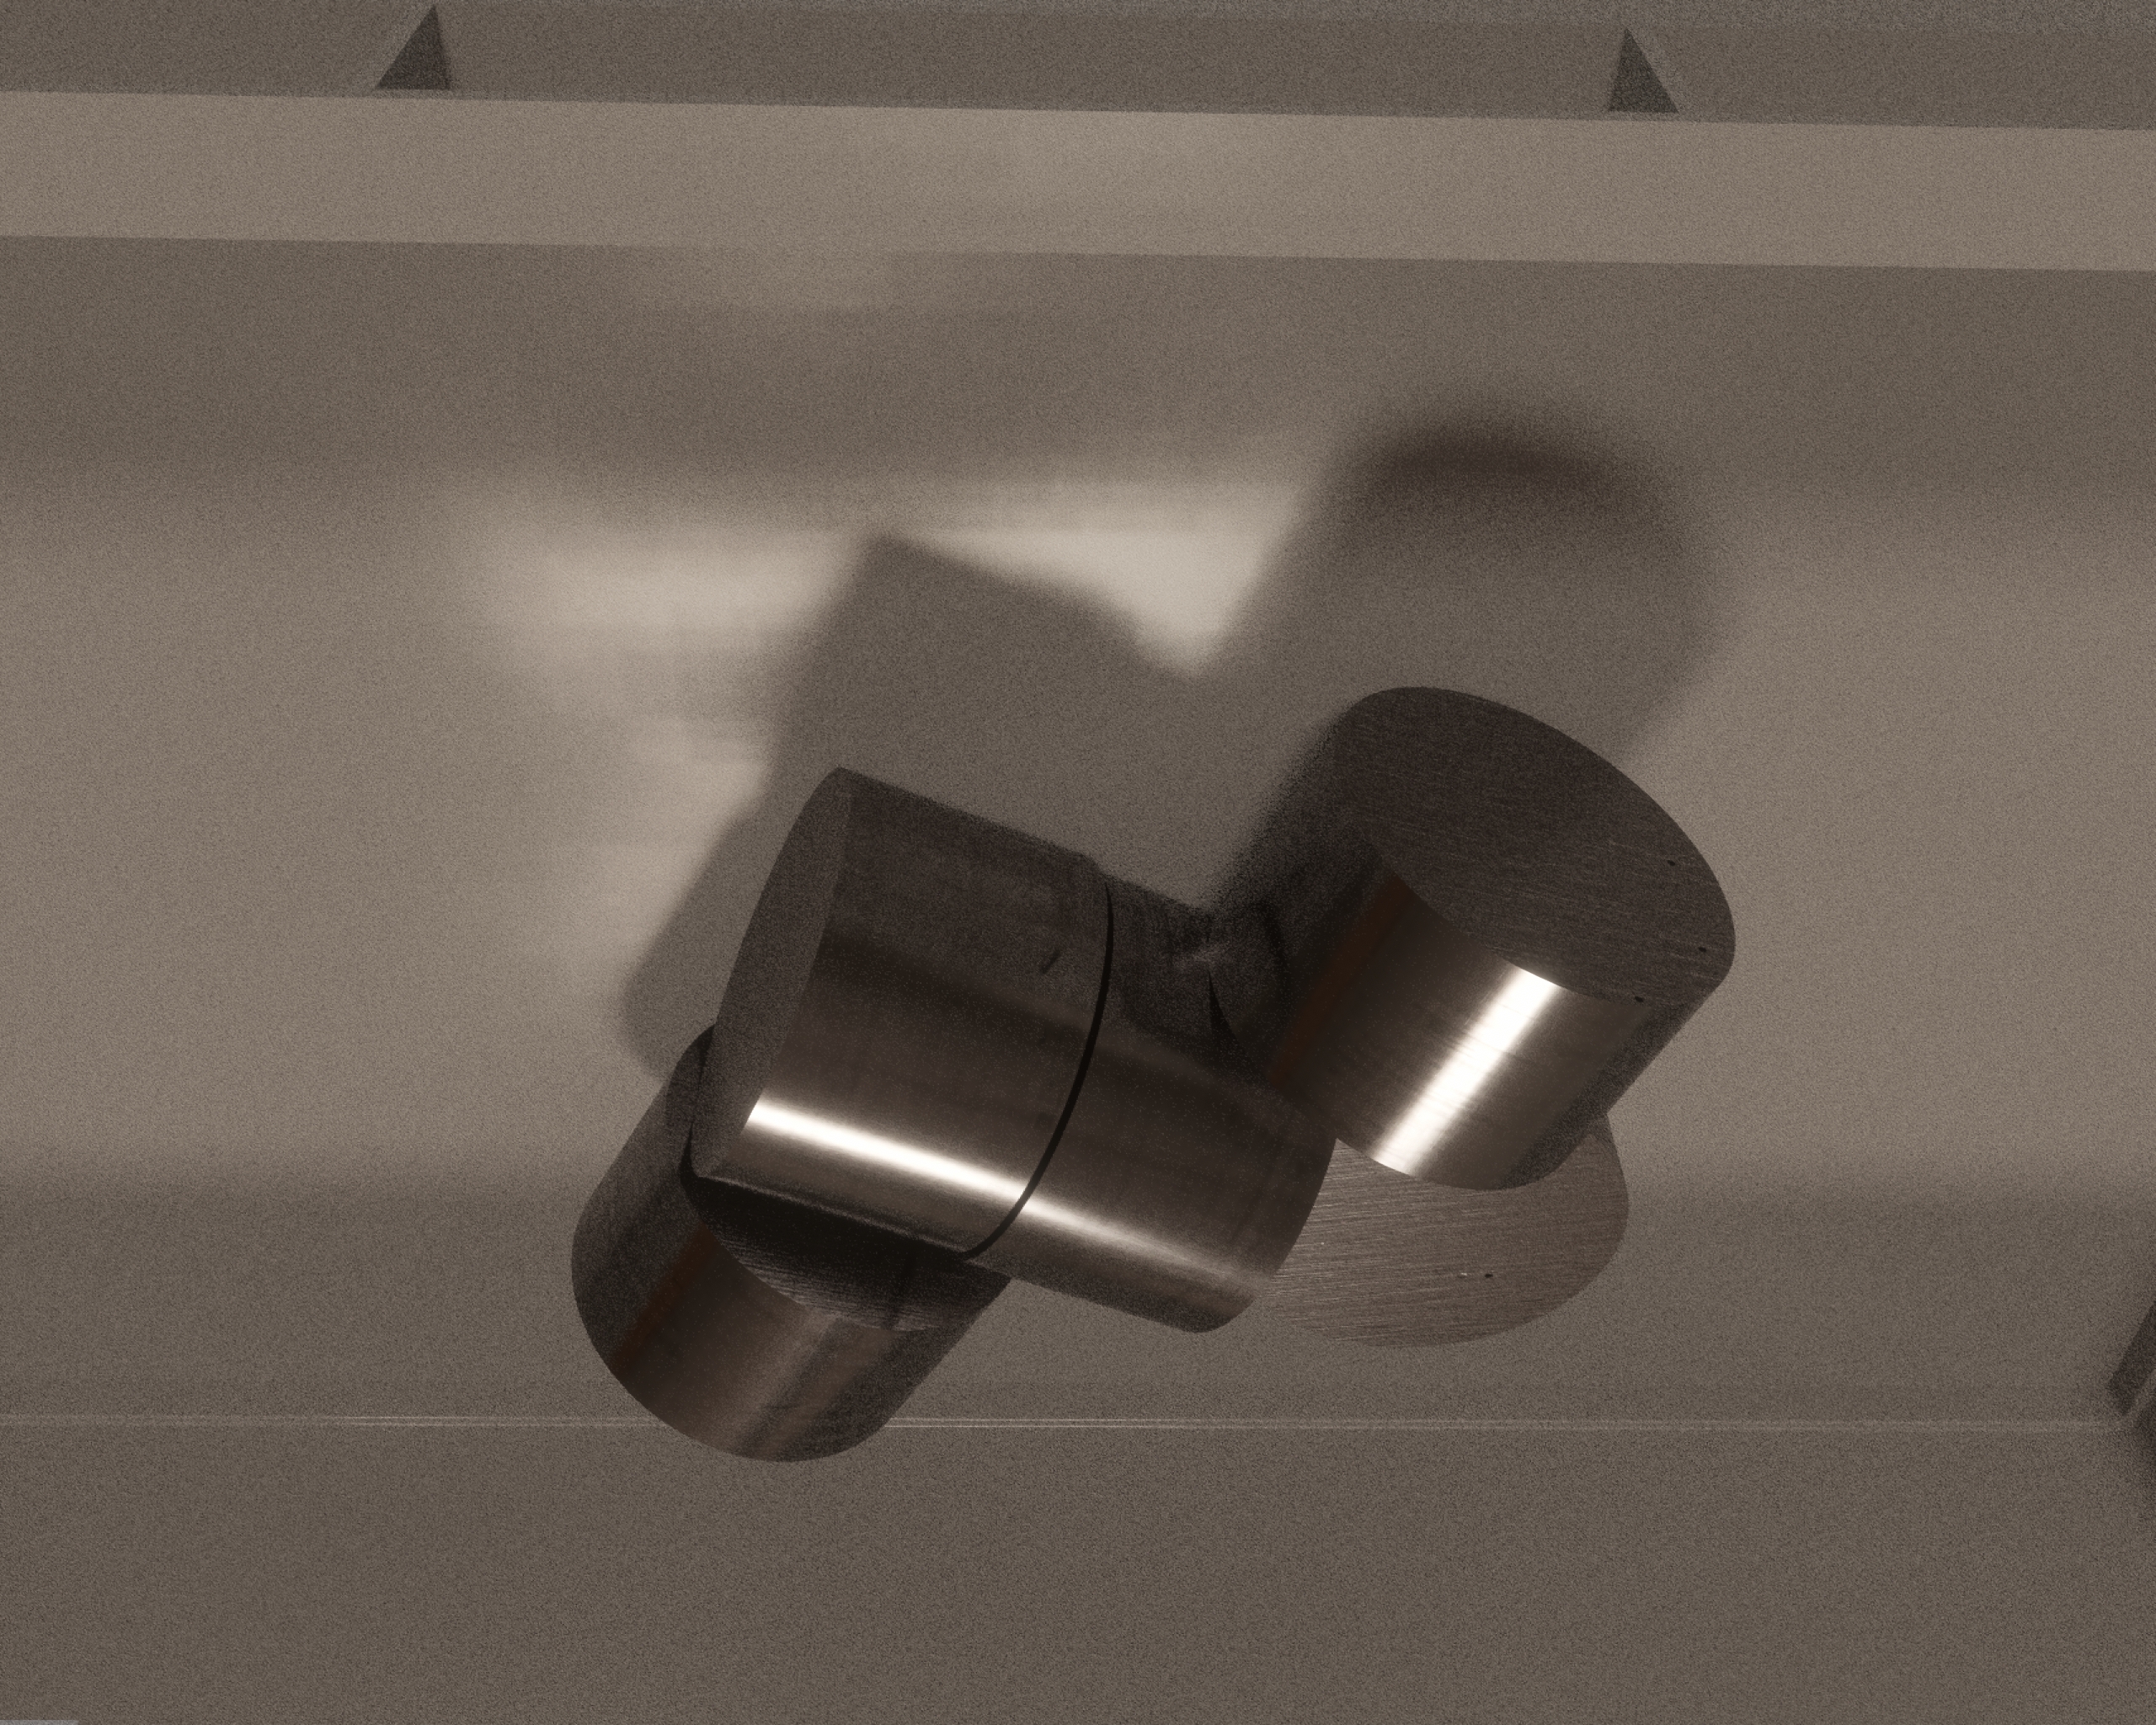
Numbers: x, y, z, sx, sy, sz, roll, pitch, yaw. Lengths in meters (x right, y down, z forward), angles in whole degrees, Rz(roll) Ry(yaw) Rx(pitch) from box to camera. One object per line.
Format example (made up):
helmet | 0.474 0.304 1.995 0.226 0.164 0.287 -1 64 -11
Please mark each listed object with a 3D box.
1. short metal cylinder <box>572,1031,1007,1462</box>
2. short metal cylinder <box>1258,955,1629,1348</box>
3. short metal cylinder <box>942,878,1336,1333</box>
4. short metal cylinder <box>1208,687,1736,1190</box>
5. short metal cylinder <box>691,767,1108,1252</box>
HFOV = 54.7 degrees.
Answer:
short metal cylinder | -0.058 0.076 0.435 0.080 0.080 0.050 23 126 -19
short metal cylinder | 0.071 0.058 0.440 0.081 0.050 0.079 0 130 0
short metal cylinder | 0.011 0.047 0.412 0.050 0.080 0.079 21 127 -17
short metal cylinder | 0.071 0.013 0.383 0.081 0.080 0.050 18 128 -15
short metal cylinder | -0.035 0.028 0.394 0.050 0.080 0.079 20 127 -17
